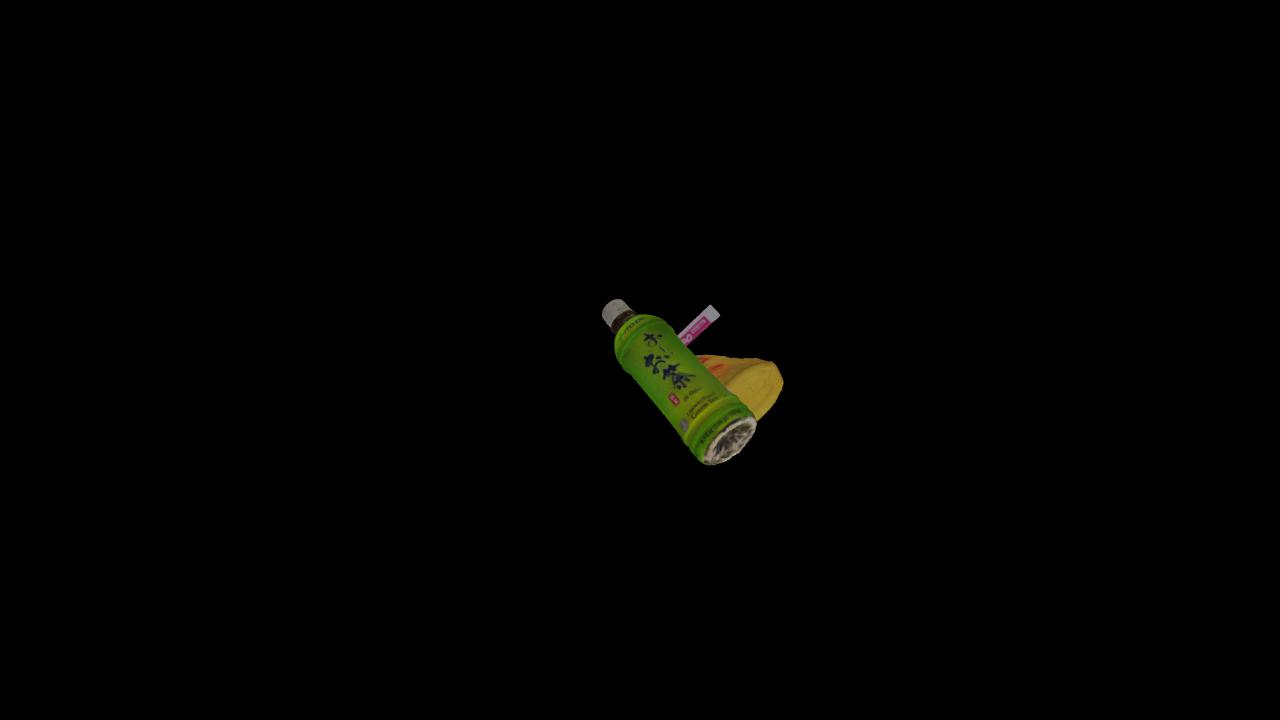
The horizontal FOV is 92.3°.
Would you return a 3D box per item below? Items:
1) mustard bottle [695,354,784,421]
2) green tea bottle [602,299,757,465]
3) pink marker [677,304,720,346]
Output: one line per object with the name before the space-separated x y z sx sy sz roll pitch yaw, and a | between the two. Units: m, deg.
mustard bottle | 0.068 0.029 0.679 0.092 0.054 0.184 -42 21 -17
green tea bottle | 0.027 0.012 0.632 0.073 0.073 0.212 0 39 -48
pink marker | 0.049 -0.021 0.760 0.121 0.020 0.020 -43 -8 9
